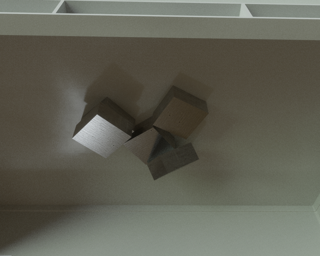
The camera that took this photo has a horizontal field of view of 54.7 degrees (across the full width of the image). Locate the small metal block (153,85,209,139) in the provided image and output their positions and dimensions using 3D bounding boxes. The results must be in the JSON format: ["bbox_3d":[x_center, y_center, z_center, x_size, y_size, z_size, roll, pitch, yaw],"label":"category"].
[{"bbox_3d":[0.025,-0.019,0.394,0.050,0.025,0.050,24,126,-20],"label":"small metal block"}]

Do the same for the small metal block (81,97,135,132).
[{"bbox_3d":[-0.068,-0.005,0.404,0.050,0.025,0.050,-34,123,25],"label":"small metal block"}]

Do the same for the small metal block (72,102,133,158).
[{"bbox_3d":[-0.069,0.004,0.379,0.050,0.025,0.050,36,121,-27],"label":"small metal block"}]

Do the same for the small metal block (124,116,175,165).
[{"bbox_3d":[-0.014,0.017,0.424,0.050,0.025,0.050,-29,125,22],"label":"small metal block"}]

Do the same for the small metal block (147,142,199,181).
[{"bbox_3d":[0.017,0.046,0.421,0.050,0.025,0.050,-20,169,-27],"label":"small metal block"}]
